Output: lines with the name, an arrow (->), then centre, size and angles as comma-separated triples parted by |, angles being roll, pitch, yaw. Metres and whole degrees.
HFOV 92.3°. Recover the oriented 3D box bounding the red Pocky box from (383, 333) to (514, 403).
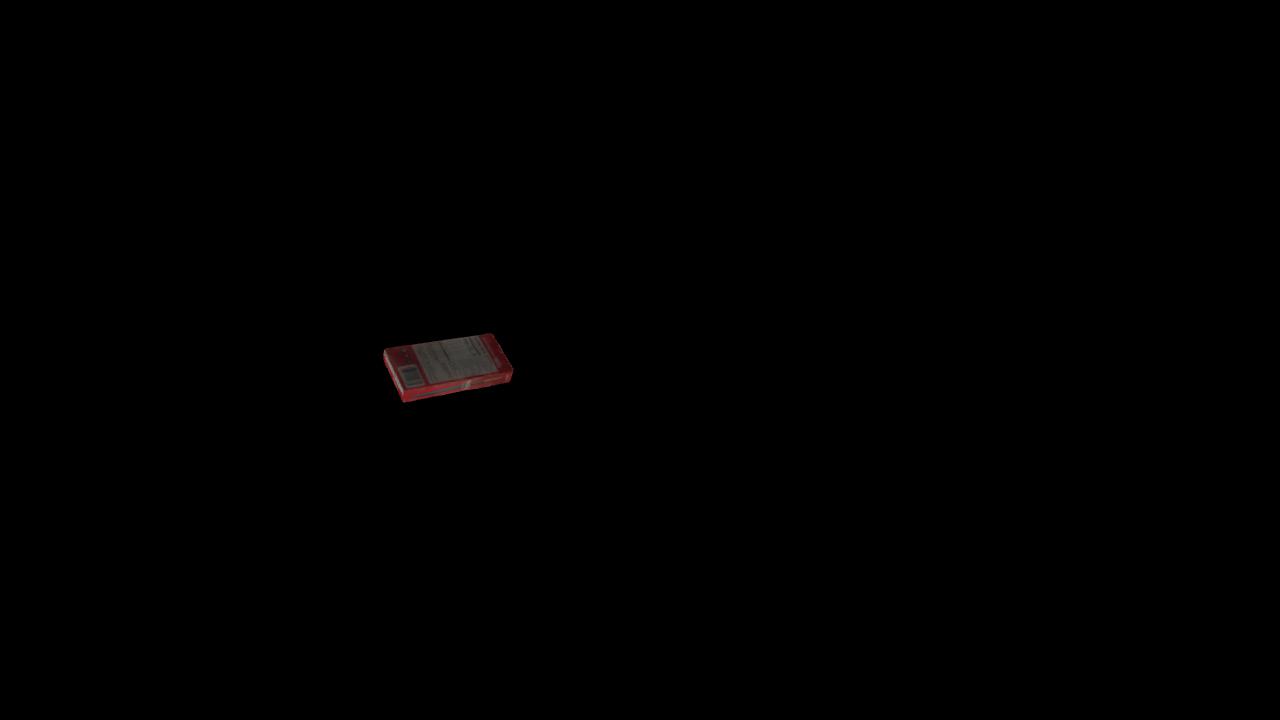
red Pocky box -> -0.261, 0.008, 0.845 | 0.155, 0.028, 0.083 | -11, 50, -36
